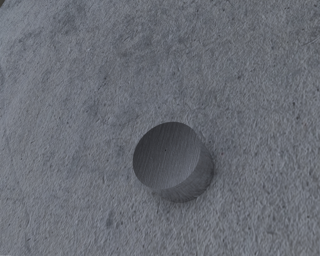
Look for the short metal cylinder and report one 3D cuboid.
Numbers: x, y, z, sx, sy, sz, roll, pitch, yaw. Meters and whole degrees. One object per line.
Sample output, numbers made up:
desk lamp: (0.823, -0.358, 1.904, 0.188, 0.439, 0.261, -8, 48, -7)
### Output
short metal cylinder: (0.016, 0.040, 0.356, 0.080, 0.050, 0.080, -13, 56, 21)
